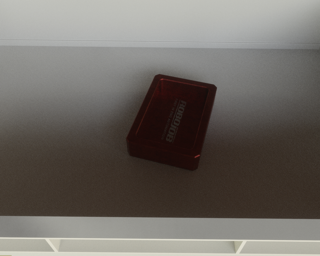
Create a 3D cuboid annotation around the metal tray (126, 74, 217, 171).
[{"bbox_3d":[0.019,-0.013,0.412,0.090,0.030,0.130,13,51,10],"label":"metal tray"}]
